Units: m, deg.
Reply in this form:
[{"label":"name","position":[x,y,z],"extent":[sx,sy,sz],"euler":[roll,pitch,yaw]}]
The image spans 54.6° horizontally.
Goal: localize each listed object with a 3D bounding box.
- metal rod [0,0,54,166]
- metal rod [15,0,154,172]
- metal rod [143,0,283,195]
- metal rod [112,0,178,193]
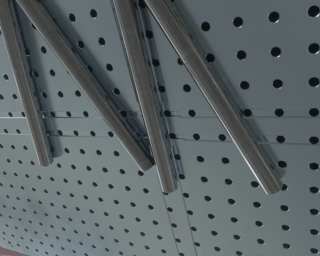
[{"label":"metal rod","position":[-0.209,-0.067,0.480],"extent":[0.025,0.025,0.298],"euler":[12,124,22]},{"label":"metal rod","position":[-0.101,-0.064,0.425],"extent":[0.025,0.025,0.299],"euler":[-26,104,37]},{"label":"metal rod","position":[0.057,-0.047,0.352],"extent":[0.025,0.025,0.299],"euler":[-25,105,37]},{"label":"metal rod","position":[-0.017,-0.043,0.394],"extent":[0.025,0.025,0.298],"euler":[1,119,28]}]
